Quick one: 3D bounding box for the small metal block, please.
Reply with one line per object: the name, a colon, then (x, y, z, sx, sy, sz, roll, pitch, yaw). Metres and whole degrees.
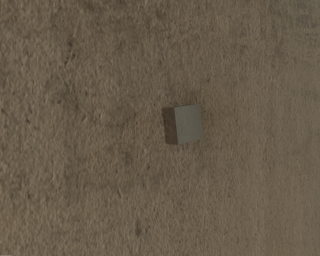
small metal block: (0.032, -0.006, 0.434, 0.050, 0.025, 0.050, -11, 97, -40)
